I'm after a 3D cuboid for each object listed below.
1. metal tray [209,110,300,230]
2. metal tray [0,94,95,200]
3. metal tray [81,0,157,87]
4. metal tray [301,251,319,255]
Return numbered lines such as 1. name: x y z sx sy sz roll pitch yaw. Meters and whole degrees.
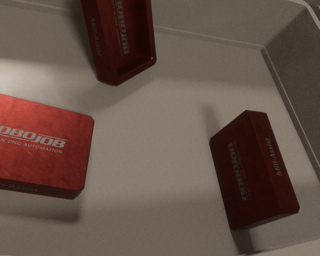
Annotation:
1. metal tray: 0.112 0.054 0.393 0.030 0.090 0.130 5 60 -26
2. metal tray: -0.140 0.017 0.317 0.131 0.030 0.090 14 56 -21
3. metal tray: -0.049 -0.130 0.398 0.030 0.129 0.091 20 42 33
4. metal tray: 0.185 0.198 0.346 0.030 0.090 0.131 43 52 1
